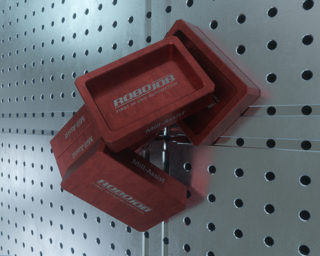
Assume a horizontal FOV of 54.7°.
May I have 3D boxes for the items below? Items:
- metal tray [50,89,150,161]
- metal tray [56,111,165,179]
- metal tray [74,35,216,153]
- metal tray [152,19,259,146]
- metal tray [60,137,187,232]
[{"bbox_3d":[-0.080,-0.001,0.430,0.130,0.091,0.030,-39,66,32],"label":"metal tray"},{"bbox_3d":[-0.067,0.024,0.418,0.130,0.091,0.030,-39,66,32],"label":"metal tray"},{"bbox_3d":[-0.016,-0.041,0.347,0.131,0.030,0.090,-27,66,-11],"label":"metal tray"},{"bbox_3d":[0.041,-0.054,0.369,0.090,0.030,0.130,-51,61,27],"label":"metal tray"},{"bbox_3d":[-0.042,0.073,0.382,0.090,0.130,0.030,-39,25,33],"label":"metal tray"}]
